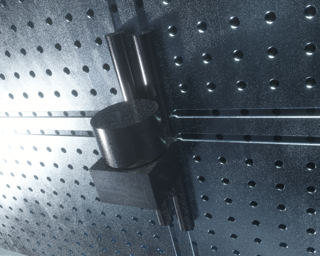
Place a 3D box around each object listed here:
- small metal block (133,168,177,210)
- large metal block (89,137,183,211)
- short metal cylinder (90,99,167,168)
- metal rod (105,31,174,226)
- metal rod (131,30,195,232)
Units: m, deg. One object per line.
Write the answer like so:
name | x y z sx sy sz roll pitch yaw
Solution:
small metal block | -0.011 0.077 0.418 0.050 0.050 0.025 -19 116 -13
large metal block | -0.026 0.052 0.388 0.080 0.080 0.050 1 119 27
short metal cylinder | -0.036 0.004 0.368 0.080 0.080 0.050 1 119 27
metal rod | -0.022 0.018 0.434 0.025 0.025 0.298 1 119 27
metal rod | 0.010 0.022 0.419 0.025 0.025 0.298 1 119 27
